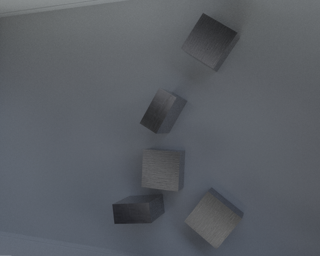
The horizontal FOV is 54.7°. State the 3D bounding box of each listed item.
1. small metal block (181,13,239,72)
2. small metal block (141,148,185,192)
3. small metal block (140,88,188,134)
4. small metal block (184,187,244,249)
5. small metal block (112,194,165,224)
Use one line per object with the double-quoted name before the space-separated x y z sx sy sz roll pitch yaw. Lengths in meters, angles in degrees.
"small metal block" 0.063 -0.106 0.388 0.050 0.025 0.050 36 102 16
"small metal block" 0.005 0.054 0.409 0.050 0.025 0.050 3 91 20
"small metal block" 0.006 -0.021 0.395 0.025 0.050 0.050 32 101 17
"small metal block" 0.068 0.112 0.387 0.050 0.025 0.050 38 102 16
"small metal block" -0.027 0.106 0.407 0.050 0.050 0.025 -7 88 20
